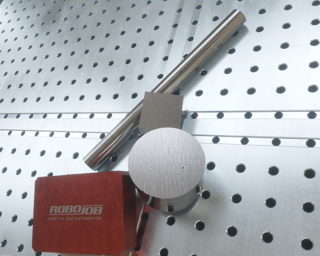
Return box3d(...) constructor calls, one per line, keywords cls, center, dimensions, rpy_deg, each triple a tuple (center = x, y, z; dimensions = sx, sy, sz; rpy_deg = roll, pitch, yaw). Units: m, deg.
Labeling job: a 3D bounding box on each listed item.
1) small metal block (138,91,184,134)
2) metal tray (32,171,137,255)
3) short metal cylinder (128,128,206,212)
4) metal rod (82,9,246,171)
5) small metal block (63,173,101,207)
box3d(cls="small metal block", center=(0.003, -0.017, 0.400), dimensions=(0.050, 0.025, 0.050), rpy_deg=(7, 73, 6))
box3d(cls="metal tray", center=(-0.093, 0.101, 0.373), dimensions=(0.130, 0.030, 0.090), rpy_deg=(-8, 76, 23))
box3d(cls="short metal cylinder", center=(0.009, 0.046, 0.343), dimensions=(0.080, 0.050, 0.080), rpy_deg=(-2, 60, 4))
box3d(cls="metal rod", center=(0.008, -0.055, 0.436), dimensions=(0.300, 0.025, 0.025), rpy_deg=(-45, 51, -4))
box3d(cls="small metal block", center=(-0.101, 0.088, 0.405), dimensions=(0.050, 0.025, 0.050), rpy_deg=(-1, 61, 27))
